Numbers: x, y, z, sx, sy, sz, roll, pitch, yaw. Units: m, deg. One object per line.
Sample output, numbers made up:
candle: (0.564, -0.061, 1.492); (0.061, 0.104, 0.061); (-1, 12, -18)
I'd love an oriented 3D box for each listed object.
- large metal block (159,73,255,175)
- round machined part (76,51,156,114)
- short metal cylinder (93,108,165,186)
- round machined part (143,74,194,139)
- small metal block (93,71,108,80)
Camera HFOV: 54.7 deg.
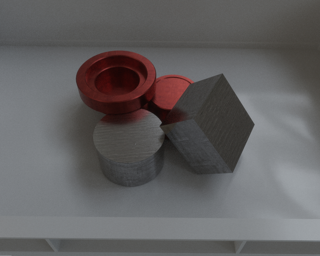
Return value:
large metal block: (0.058, -0.003, 0.362); (0.050, 0.080, 0.080); (-13, 33, 46)
round machined part: (-0.054, -0.053, 0.398); (0.099, 0.042, 0.098); (0, 50, 0)
short metal cylinder: (-0.035, 0.022, 0.368); (0.081, 0.050, 0.080); (0, 50, 0)
round machined part: (0.018, -0.035, 0.419); (0.099, 0.042, 0.098); (0, 50, 0)
small metal block: (-0.082, -0.067, 0.441); (0.025, 0.050, 0.050); (37, 59, 26)
